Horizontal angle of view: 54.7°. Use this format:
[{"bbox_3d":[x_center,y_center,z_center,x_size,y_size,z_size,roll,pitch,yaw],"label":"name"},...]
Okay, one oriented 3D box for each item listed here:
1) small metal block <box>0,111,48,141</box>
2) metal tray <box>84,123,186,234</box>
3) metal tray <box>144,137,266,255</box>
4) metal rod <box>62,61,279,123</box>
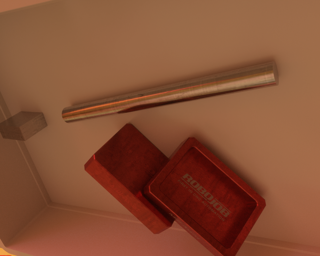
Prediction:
[{"bbox_3d":[-0.223,-0.004,0.505,0.050,0.050,0.025,4,120,26],"label":"small metal block"},{"bbox_3d":[-0.024,0.065,0.417,0.130,0.090,0.030,44,130,-3],"label":"metal tray"},{"bbox_3d":[0.057,0.086,0.386,0.130,0.090,0.030,42,157,-1],"label":"metal tray"},{"bbox_3d":[-0.011,-0.037,0.389,0.300,0.025,0.025,-8,115,31],"label":"metal rod"}]
